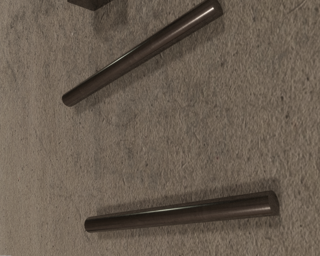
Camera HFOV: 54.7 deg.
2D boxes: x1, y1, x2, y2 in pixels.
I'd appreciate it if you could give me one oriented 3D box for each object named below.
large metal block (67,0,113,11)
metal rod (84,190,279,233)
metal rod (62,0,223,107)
[{"bbox_3d":[-0.098,-0.236,0.467,0.080,0.050,0.080,-10,84,39],"label":"large metal block"},{"bbox_3d":[0.002,0.114,0.401,0.299,0.025,0.025,-19,78,38],"label":"metal rod"},{"bbox_3d":[-0.046,-0.093,0.440,0.299,0.025,0.025,-22,76,37],"label":"metal rod"}]
